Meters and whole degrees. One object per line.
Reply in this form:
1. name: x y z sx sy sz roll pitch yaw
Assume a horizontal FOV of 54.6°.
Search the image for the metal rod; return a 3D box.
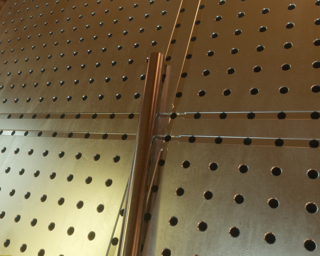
1. metal rod: -0.021 0.022 0.406 0.025 0.025 0.300 -8 58 24
